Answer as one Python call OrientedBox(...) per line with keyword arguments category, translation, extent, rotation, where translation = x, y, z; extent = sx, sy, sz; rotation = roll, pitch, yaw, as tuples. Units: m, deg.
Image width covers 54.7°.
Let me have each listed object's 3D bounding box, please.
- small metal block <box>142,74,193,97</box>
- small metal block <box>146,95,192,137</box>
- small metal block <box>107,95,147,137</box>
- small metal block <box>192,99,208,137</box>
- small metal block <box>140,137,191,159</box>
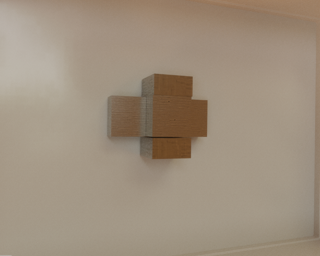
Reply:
OrientedBox(category="small metal block", translation=(0.008, -0.052, 0.398), extent=(0.050, 0.050, 0.025), rotation=(1, 90, -20))
OrientedBox(category="small metal block", translation=(0.011, -0.014, 0.385), extent=(0.050, 0.025, 0.050), rotation=(1, 90, -20))
OrientedBox(category="small metal block", translation=(-0.039, -0.014, 0.394), extent=(0.050, 0.025, 0.050), rotation=(1, 90, -20))
OrientedBox(category="small metal block", translation=(0.036, -0.013, 0.422), extent=(0.050, 0.025, 0.050), rotation=(1, 90, -20))
OrientedBox(category="small metal block", translation=(0.006, 0.024, 0.396), extent=(0.050, 0.050, 0.025), rotation=(1, 90, -20))
